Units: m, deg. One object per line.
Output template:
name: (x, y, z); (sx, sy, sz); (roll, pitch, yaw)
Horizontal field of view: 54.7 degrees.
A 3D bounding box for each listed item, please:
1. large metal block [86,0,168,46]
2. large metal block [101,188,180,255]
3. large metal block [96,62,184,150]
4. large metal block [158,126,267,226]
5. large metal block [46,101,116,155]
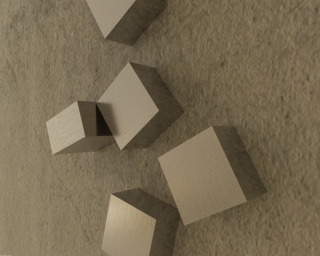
large metal block: (-0.049, -0.175, 0.427); (0.080, 0.050, 0.080); (-40, 66, 32)
large metal block: (-0.026, 0.135, 0.408); (0.080, 0.050, 0.079); (18, 101, 38)
large metal block: (-0.028, -0.027, 0.410); (0.080, 0.050, 0.080); (-45, 63, 30)
large metal block: (0.055, 0.051, 0.342); (0.080, 0.050, 0.080); (-34, 69, 34)
large metal block: (-0.105, 0.001, 0.453); (0.080, 0.081, 0.050); (-26, 74, 37)
